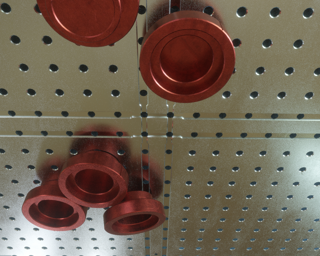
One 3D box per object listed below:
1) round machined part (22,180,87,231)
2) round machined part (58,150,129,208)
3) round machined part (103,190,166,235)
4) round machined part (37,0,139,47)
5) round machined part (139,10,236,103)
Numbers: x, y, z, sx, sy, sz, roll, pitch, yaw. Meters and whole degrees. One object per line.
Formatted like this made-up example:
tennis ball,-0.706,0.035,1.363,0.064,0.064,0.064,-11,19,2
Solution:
round machined part,-0.166,0.122,0.503,0.099,0.042,0.097,0,130,0
round machined part,-0.095,0.072,0.459,0.099,0.042,0.097,1,129,1
round machined part,-0.043,0.136,0.504,0.099,0.042,0.098,-9,144,-6
round machined part,-0.069,-0.122,0.296,0.099,0.042,0.097,0,130,0
round machined part,0.028,-0.078,0.334,0.099,0.042,0.097,0,130,0
